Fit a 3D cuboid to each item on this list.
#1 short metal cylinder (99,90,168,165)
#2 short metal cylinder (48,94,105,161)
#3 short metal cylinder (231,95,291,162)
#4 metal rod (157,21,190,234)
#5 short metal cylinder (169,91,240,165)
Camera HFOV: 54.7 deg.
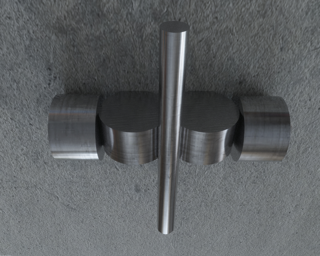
[{"bbox_3d":[-0.030,-0.002,0.371,0.081,0.080,0.050,1,130,-1],"label":"short metal cylinder"},{"bbox_3d":[-0.095,-0.001,0.371,0.050,0.080,0.079,1,130,-1],"label":"short metal cylinder"},{"bbox_3d":[0.116,0.001,0.375,0.050,0.080,0.079,1,130,-1],"label":"short metal cylinder"},{"bbox_3d":[0.010,0.029,0.353,0.025,0.025,0.298,0,130,-1],"label":"metal rod"},{"bbox_3d":[0.050,-0.002,0.371,0.081,0.080,0.050,1,130,-1],"label":"short metal cylinder"}]
